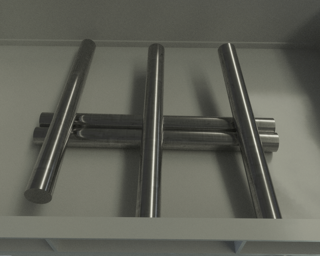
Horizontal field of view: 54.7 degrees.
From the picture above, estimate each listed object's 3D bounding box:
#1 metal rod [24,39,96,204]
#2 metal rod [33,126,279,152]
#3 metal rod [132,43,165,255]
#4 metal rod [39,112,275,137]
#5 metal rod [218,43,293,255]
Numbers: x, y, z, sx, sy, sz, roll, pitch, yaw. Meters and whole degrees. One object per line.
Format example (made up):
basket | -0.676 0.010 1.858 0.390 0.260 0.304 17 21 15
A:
metal rod | -0.116 -0.036 0.401 0.025 0.025 0.300 0 42 -1
metal rod | -0.005 0.014 0.392 0.302 0.025 0.025 1 50 0
metal rod | -0.009 -0.003 0.374 0.025 0.025 0.300 1 50 1
metal rod | -0.004 -0.005 0.408 0.302 0.025 0.025 1 50 0
metal rod | 0.105 0.015 0.363 0.025 0.025 0.299 -3 58 -3
